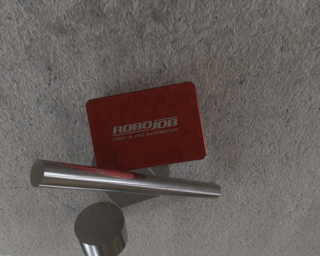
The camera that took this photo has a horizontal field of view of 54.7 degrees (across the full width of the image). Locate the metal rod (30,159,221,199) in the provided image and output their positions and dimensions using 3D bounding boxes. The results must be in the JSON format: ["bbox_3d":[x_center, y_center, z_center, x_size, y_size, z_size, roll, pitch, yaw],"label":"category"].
[{"bbox_3d":[-0.011,0.071,0.387,0.025,0.025,0.302,-39,146,28],"label":"metal rod"}]

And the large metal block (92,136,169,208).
[{"bbox_3d":[-0.040,0.062,0.443,0.080,0.050,0.080,-22,127,17],"label":"large metal block"}]

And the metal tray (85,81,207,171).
[{"bbox_3d":[-0.015,0.000,0.371,0.131,0.030,0.089,-9,92,7],"label":"metal tray"}]

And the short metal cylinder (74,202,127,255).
[{"bbox_3d":[-0.097,0.171,0.516,0.080,0.080,0.050,-2,130,2],"label":"short metal cylinder"}]
